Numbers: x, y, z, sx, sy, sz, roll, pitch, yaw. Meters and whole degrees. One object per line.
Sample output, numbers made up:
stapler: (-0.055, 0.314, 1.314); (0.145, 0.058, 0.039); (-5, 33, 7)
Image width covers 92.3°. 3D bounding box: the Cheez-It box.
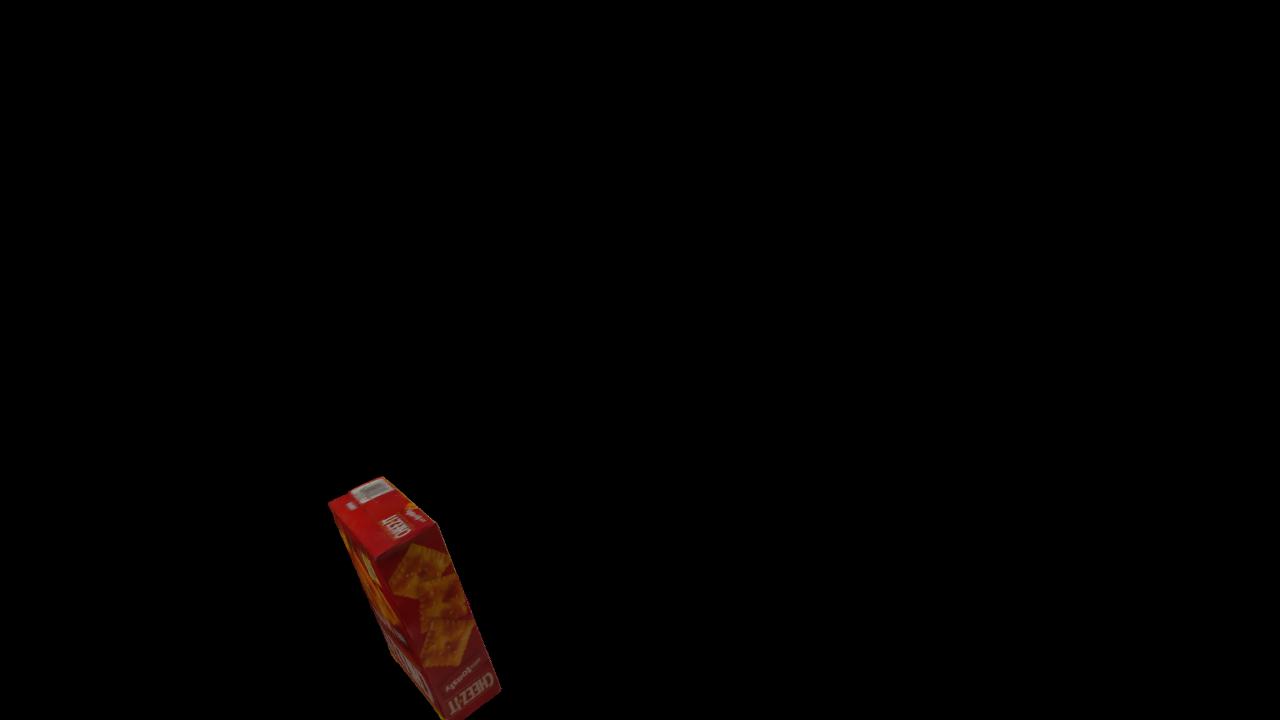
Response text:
Cheez-It box: (-0.244, 0.254, 0.661); (0.071, 0.223, 0.166); (-27, 25, -35)
